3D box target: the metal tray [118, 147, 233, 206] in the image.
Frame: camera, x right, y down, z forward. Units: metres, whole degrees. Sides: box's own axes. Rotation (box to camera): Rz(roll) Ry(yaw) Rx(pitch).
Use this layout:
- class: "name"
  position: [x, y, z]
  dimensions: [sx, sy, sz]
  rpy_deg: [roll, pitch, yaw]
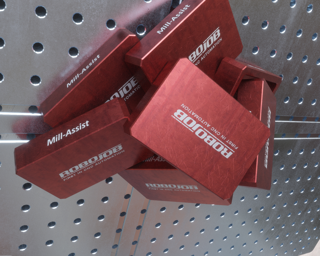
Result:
- class: "metal tray"
  position: [0.019, 0.063, 0.400]
  dimensions: [0.090, 0.130, 0.030]
  rpy_deg: [51, 47, -40]

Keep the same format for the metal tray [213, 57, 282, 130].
- class: "metal tray"
  position: [0.108, -0.038, 0.414]
  dimensions: [0.131, 0.030, 0.089]
  rpy_deg: [-1, 121, -51]

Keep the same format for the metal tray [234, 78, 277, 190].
- class: "metal tray"
  position: [0.123, 0.012, 0.400]
  dimensions: [0.090, 0.030, 0.130]
  rpy_deg: [24, 71, -58]

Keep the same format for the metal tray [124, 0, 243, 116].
- class: "metal tray"
  position: [0.033, -0.084, 0.349]
  dimensions: [0.130, 0.030, 0.090]
  rpy_deg: [-47, 133, -14]

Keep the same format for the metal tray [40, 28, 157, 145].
- class: "metal tray"
  position: [-0.056, -0.035, 0.354]
  dimensions: [0.130, 0.030, 0.090]
  rpy_deg: [-44, 129, 1]

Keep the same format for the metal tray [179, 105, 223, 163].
- class: "metal tray"
  position: [0.063, 0.013, 0.412]
  dimensions: [0.030, 0.090, 0.130]
  rpy_deg: [-39, 129, -1]

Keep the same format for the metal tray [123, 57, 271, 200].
- class: "metal tray"
  position: [0.041, 0.003, 0.317]
  dimensions: [0.130, 0.030, 0.090]
  rpy_deg: [36, 84, -19]

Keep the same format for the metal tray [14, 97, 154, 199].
- class: "metal tray"
  position: [-0.080, 0.027, 0.351]
  dimensions: [0.130, 0.030, 0.090]
  rpy_deg: [-26, 145, 2]
